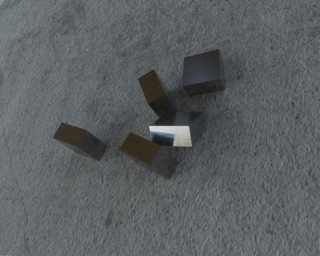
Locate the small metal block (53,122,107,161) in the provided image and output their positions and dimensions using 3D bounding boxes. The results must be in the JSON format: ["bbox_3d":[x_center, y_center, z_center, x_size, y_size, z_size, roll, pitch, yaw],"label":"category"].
[{"bbox_3d":[-0.111,0.020,0.434,0.050,0.050,0.025,14,69,34],"label":"small metal block"}]

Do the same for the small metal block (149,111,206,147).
[{"bbox_3d":[0.023,0.000,0.375,0.050,0.025,0.050,0,22,28],"label":"small metal block"}]

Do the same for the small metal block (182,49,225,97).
[{"bbox_3d":[0.059,-0.074,0.418,0.050,0.025,0.050,-9,58,23],"label":"small metal block"}]

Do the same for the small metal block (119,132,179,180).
[{"bbox_3d":[-0.012,0.034,0.373,0.050,0.050,0.025,22,75,36],"label":"small metal block"}]

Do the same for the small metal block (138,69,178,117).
[{"bbox_3d":[-0.001,-0.042,0.414,0.025,0.050,0.050,-30,52,9],"label":"small metal block"}]
